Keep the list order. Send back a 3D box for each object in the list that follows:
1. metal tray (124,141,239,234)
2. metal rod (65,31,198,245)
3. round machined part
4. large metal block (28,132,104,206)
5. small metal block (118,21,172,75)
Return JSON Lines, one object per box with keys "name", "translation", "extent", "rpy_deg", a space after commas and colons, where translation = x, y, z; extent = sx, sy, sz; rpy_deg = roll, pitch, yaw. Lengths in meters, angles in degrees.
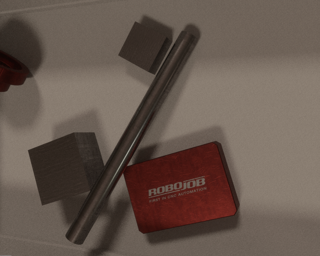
{"name": "metal tray", "translation": [0.025, 0.077, 0.398], "extent": [0.130, 0.030, 0.090], "rpy_deg": [-18, 84, 18]}
{"name": "metal rod", "translation": [-0.036, 0.012, 0.397], "extent": [0.025, 0.025, 0.299], "rpy_deg": [30, 90, 17]}
{"name": "round machined part", "translation": [-0.251, -0.088, 0.458], "extent": [0.098, 0.098, 0.042], "rpy_deg": [36, 101, 16]}
{"name": "large metal block", "translation": [-0.129, 0.056, 0.440], "extent": [0.080, 0.050, 0.080], "rpy_deg": [-20, 82, 18]}
{"name": "small metal block", "translation": [-0.020, -0.107, 0.417], "extent": [0.050, 0.025, 0.050], "rpy_deg": [32, 100, 17]}
